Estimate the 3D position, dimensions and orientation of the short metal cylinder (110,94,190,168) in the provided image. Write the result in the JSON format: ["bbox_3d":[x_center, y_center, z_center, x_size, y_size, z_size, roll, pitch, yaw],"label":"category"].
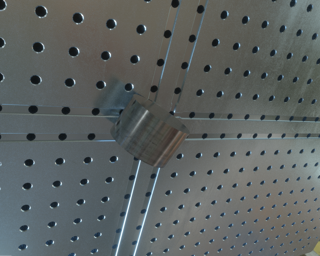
[{"bbox_3d":[-0.012,0.003,0.370,0.080,0.080,0.050,26,104,-37],"label":"short metal cylinder"}]
